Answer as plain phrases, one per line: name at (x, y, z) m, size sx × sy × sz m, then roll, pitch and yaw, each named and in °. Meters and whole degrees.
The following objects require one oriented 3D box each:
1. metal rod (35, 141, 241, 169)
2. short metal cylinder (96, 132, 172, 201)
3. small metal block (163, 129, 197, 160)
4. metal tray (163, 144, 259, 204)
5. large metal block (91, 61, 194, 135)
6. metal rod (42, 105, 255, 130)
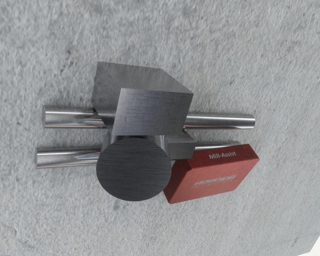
metal rod at (-0.009, 0.034, 0.426) m, size 0.303 × 0.025 × 0.025 m, roll 0°, pitch 119°, yaw -29°
short metal cylinder at (-0.029, 0.036, 0.354) m, size 0.081 × 0.050 × 0.079 m, roll -1°, pitch 114°, yaw -2°
small metal block at (0.012, 0.017, 0.411) m, size 0.050 × 0.050 × 0.025 m, roll 1°, pitch 118°, yaw -29°
metal tray at (0.077, 0.070, 0.474) m, size 0.131 × 0.030 × 0.089 m, roll -5°, pitch 138°, yaw -28°
large metal block at (-0.023, -0.033, 0.342) m, size 0.081 × 0.080 × 0.050 m, roll 1°, pitch 118°, yaw -29°
metal rod at (0.007, -0.011, 0.407) m, size 0.303 × 0.025 × 0.025 m, roll 1°, pitch 118°, yaw -29°
